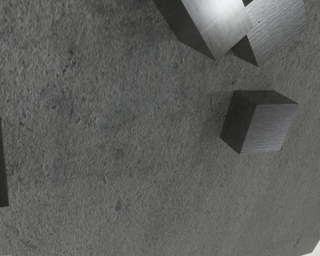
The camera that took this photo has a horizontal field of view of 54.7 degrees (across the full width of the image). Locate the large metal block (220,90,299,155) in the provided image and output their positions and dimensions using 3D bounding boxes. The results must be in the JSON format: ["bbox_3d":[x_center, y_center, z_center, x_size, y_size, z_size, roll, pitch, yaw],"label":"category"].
[{"bbox_3d":[0.147,-0.010,0.464,0.081,0.050,0.079,-3,120,-27],"label":"large metal block"}]

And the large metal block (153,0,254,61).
[{"bbox_3d":[0.037,-0.125,0.314,0.050,0.080,0.080,-42,130,0],"label":"large metal block"}]

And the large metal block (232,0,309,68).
[{"bbox_3d":[0.123,-0.135,0.374,0.080,0.050,0.080,-39,129,-2],"label":"large metal block"}]

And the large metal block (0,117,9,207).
[{"bbox_3d":[-0.198,0.038,0.306,0.081,0.050,0.079,-5,121,-26],"label":"large metal block"}]
